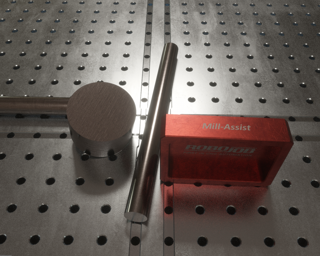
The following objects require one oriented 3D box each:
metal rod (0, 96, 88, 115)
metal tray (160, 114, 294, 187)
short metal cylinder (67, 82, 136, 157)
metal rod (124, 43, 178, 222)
[{"bbox_3d":[-0.248,-0.033,0.431,0.302,0.025,0.025,1,50,0],"label":"metal rod"},{"bbox_3d":[0.066,0.027,0.343,0.131,0.089,0.030,2,50,1],"label":"metal tray"},{"bbox_3d":[-0.072,-0.010,0.385,0.081,0.050,0.080,5,63,-9],"label":"short metal cylinder"},{"bbox_3d":[-0.004,-0.019,0.423,0.025,0.025,0.300,7,50,5],"label":"metal rod"}]
